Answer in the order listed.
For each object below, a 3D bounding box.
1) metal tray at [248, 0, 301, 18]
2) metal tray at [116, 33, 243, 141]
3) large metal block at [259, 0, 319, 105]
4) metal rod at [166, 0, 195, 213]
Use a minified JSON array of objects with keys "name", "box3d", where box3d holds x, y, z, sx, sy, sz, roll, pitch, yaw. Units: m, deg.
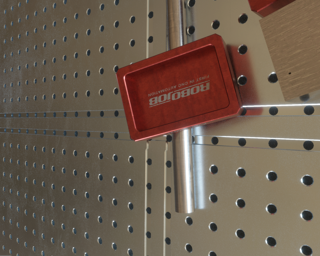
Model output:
[{"name":"metal tray","box3d":[0.139,-0.176,0.291,0.130,0.030,0.090,-22,76,37]},{"name":"metal tray","box3d":[0.020,-0.043,0.359,0.130,0.030,0.090,-16,84,20]},{"name":"large metal block","box3d":[0.146,-0.073,0.273,0.080,0.050,0.080,-22,76,38]},{"name":"metal rod","box3d":[0.025,-0.047,0.388,0.025,0.025,0.298,-4,87,40]}]
